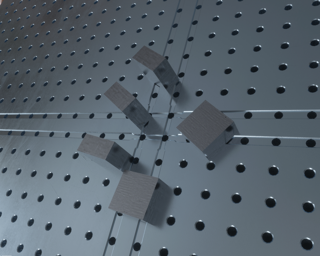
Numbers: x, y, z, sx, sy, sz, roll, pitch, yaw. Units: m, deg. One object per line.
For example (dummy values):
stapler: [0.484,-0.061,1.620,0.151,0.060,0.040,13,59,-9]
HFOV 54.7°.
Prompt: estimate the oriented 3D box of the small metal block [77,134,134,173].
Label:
small metal block: [-0.071,0.034,0.407,0.050,0.050,0.025,13,69,33]

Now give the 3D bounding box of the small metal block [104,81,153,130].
small metal block: [-0.044,-0.031,0.433,0.025,0.050,0.050,-46,51,-3]

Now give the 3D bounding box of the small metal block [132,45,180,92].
small metal block: [-0.006,-0.085,0.446,0.025,0.050,0.050,-47,52,-5]

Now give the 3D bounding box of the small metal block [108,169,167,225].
small metal block: [-0.026,0.082,0.370,0.050,0.025,0.050,9,66,31]

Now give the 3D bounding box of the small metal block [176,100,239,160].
small metal block: [0.057,0.002,0.376,0.050,0.025,0.050,-43,51,-2]
